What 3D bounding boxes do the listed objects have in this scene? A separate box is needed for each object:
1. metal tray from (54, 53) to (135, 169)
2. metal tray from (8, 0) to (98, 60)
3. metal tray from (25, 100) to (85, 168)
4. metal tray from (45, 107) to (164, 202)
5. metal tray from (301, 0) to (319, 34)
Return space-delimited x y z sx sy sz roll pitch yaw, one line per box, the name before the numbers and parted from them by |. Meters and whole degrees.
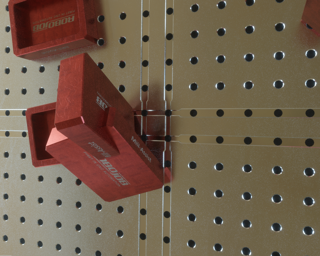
metal tray | -0.069 -0.013 0.365 0.030 0.130 0.090 -14 59 14
metal tray | -0.162 -0.161 0.465 0.130 0.030 0.089 -8 87 19
metal tray | -0.130 0.005 0.454 0.130 0.030 0.089 -10 87 19
metal tray | -0.062 0.039 0.385 0.090 0.130 0.030 -19 42 19
metal tray | 0.205 -0.162 0.306 0.130 0.090 0.030 -46 76 14
